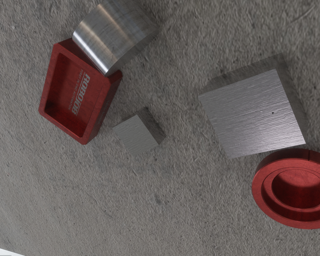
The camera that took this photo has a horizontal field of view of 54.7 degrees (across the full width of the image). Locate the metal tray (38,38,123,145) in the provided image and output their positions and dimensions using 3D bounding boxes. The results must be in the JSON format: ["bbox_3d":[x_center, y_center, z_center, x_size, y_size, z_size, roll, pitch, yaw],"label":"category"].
[{"bbox_3d":[-0.116,-0.047,0.435,0.090,0.030,0.129,35,129,4],"label":"metal tray"}]

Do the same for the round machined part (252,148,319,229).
[{"bbox_3d":[0.158,0.064,0.352,0.098,0.042,0.097,13,124,21],"label":"round machined part"}]

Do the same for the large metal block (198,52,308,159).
[{"bbox_3d":[0.099,-0.021,0.325,0.080,0.050,0.080,-17,110,35],"label":"large metal block"}]

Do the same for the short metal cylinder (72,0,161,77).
[{"bbox_3d":[-0.046,-0.100,0.334,0.080,0.080,0.050,-35,99,38],"label":"short metal cylinder"}]

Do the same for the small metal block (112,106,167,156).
[{"bbox_3d":[-0.028,0.005,0.425,0.050,0.025,0.050,-26,104,37],"label":"small metal block"}]
